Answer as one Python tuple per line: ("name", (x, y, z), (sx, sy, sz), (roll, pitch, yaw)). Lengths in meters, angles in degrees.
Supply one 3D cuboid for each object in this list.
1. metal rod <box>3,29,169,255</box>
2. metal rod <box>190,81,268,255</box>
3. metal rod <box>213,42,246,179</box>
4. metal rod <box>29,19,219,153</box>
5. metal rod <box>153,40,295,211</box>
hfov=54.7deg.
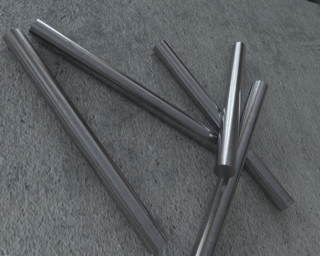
("metal rod", (-0.089, 0.007, 0.351), (0.025, 0.025, 0.299), (-30, 78, -38))
("metal rod", (0.094, 0.050, 0.399), (0.025, 0.025, 0.300), (32, 59, -8))
("metal rod", (0.110, -0.049, 0.466), (0.025, 0.025, 0.301), (30, 44, -10))
("metal rod", (-0.033, -0.049, 0.415), (0.301, 0.025, 0.025), (32, 52, -8))
("metal rod", (0.088, -0.009, 0.456), (0.025, 0.025, 0.299), (-30, 78, -38))
